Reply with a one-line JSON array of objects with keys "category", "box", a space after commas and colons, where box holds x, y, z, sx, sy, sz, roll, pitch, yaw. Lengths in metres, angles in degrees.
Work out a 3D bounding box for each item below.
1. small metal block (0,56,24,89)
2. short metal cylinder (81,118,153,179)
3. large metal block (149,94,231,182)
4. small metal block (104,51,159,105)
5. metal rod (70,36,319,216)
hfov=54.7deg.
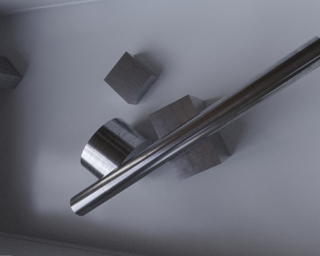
[{"category": "small metal block", "box": [-0.254, -0.090, 0.485, 0.025, 0.050, 0.050, -46, 76, 14]}, {"category": "short metal cylinder", "box": [-0.054, 0.033, 0.399, 0.050, 0.080, 0.080, 36, 101, 16]}, {"category": "large metal block", "box": [0.039, 0.011, 0.367, 0.050, 0.080, 0.080, -27, 81, 18]}, {"category": "small metal block", "box": [-0.039, -0.067, 0.423, 0.050, 0.025, 0.050, 44, 103, 14]}, {"category": "metal rod", "box": [0.025, 0.009, 0.315, 0.300, 0.025, 0.025, -34, 79, 16]}]
